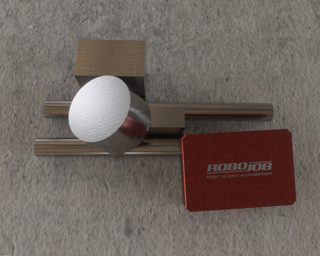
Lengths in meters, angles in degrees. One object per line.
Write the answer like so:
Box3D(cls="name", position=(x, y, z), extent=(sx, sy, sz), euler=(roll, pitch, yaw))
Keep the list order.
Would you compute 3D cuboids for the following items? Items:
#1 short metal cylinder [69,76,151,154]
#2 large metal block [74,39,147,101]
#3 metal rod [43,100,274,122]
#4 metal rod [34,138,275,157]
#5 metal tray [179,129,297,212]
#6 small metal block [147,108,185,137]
Box3D(cls="short metal cylinder", position=(-0.058, -0.014, 0.363), extent=(0.080, 0.050, 0.080), euler=(-9, 66, 22))
Box3D(cls="large metal block", position=(-0.059, -0.071, 0.406), extent=(0.081, 0.080, 0.050), euler=(1, 70, 0))
Box3D(cls="metal rod", position=(-0.002, -0.023, 0.418), extent=(0.302, 0.025, 0.025), euler=(1, 70, 0))
Box3D(cls="metal rod", position=(-0.006, 0.025, 0.401), extent=(0.302, 0.025, 0.025), euler=(0, 70, -1))
Box3D(cls="metal tray", position=(0.092, 0.049, 0.375), extent=(0.131, 0.030, 0.089), euler=(-3, 88, -3))
Box3D(cls="small metal block", position=(0.005, -0.004, 0.397), extent=(0.050, 0.050, 0.025), euler=(1, 70, 0))
